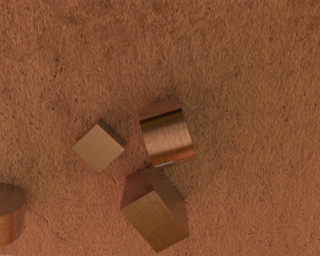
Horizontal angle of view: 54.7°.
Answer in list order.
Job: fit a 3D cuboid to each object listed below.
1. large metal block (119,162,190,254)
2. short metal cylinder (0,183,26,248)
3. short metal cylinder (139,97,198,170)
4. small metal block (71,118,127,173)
[{"bbox_3d":[-0.006,0.103,0.419,0.050,0.080,0.080,-32,107,11],"label":"large metal block"},{"bbox_3d":[-0.228,0.118,0.422,0.081,0.080,0.050,11,110,-4],"label":"short metal cylinder"},{"bbox_3d":[0.011,0.007,0.383,0.050,0.080,0.080,-17,109,6],"label":"short metal cylinder"},{"bbox_3d":[-0.081,0.023,0.418,0.050,0.025,0.050,-41,105,13],"label":"small metal block"}]
